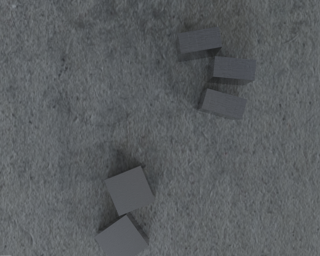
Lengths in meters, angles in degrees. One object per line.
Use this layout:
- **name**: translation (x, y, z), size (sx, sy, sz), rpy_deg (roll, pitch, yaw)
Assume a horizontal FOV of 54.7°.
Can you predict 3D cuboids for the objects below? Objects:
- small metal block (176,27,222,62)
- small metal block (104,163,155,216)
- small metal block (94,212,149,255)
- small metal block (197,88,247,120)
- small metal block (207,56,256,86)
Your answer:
- **small metal block**: translation (0.048, -0.106, 0.398), size (0.050, 0.050, 0.025), rpy_deg (-10, 90, 0)
- **small metal block**: translation (-0.039, 0.081, 0.410), size (0.050, 0.025, 0.050), rpy_deg (-22, 90, -1)
- **small metal block**: translation (-0.049, 0.146, 0.409), size (0.050, 0.025, 0.050), rpy_deg (-35, 90, 0)
- **small metal block**: translation (0.078, -0.029, 0.399), size (0.050, 0.050, 0.025), rpy_deg (16, 90, -1)
- **small metal block**: translation (0.090, -0.072, 0.399), size (0.050, 0.050, 0.025), rpy_deg (5, 90, -1)
